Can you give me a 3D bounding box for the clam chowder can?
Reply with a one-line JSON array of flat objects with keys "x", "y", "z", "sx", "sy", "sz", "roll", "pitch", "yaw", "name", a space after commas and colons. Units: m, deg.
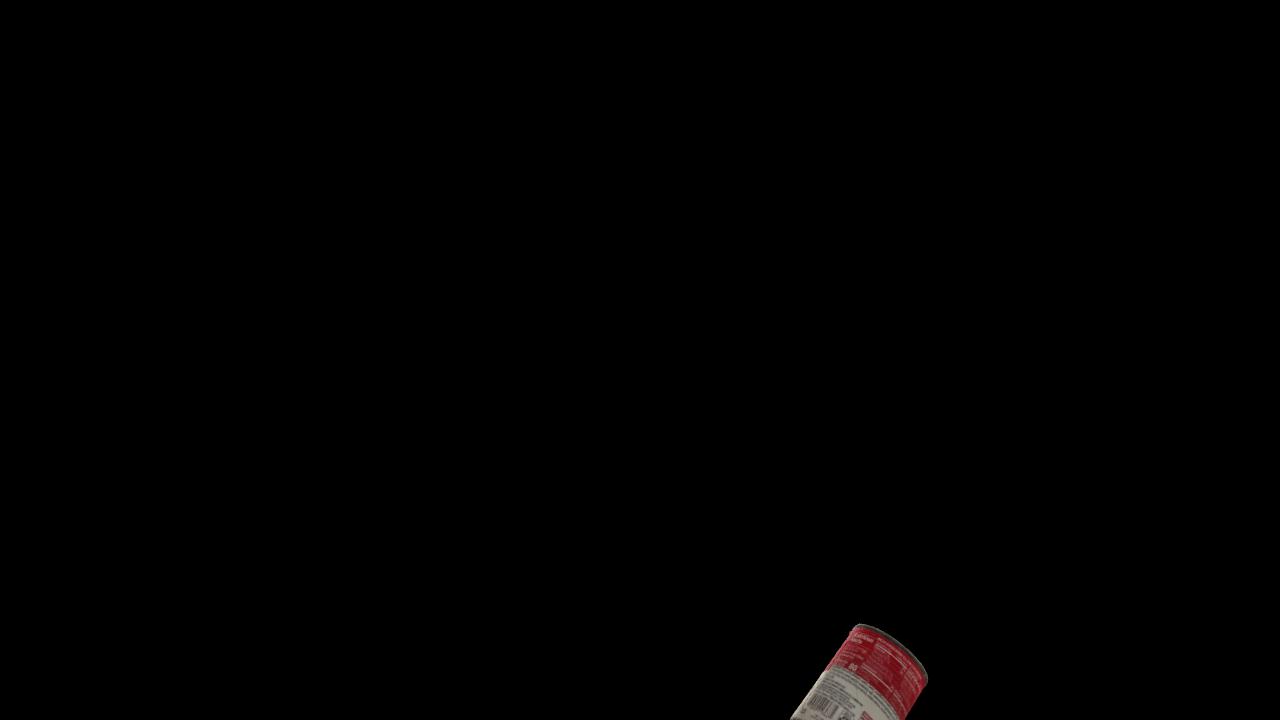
[{"x": 0.176, "y": 0.278, "z": 0.497, "sx": 0.102, "sy": 0.068, "sz": 0.068, "roll": -39, "pitch": 20, "yaw": -27, "name": "clam chowder can"}]
